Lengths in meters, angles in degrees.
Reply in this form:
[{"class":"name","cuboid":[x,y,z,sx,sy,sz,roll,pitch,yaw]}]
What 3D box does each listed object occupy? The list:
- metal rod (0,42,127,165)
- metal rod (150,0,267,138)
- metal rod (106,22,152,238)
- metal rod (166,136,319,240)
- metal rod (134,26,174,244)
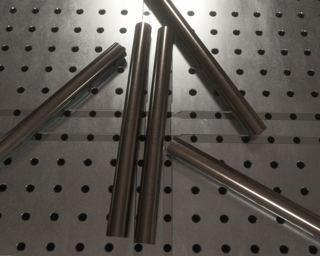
[{"class":"metal rod","cuboid":[-0.161,-0.013,0.414,0.025,0.025,0.301,42,75,13]},{"class":"metal rod","cuboid":[0.055,-0.114,0.454,0.025,0.025,0.299,-29,73,-10]},{"class":"metal rod","cuboid":[-0.038,-0.012,0.415,0.025,0.025,0.299,5,70,1]},{"class":"metal rod","cuboid":[0.143,0.093,0.379,0.301,0.025,0.025,29,73,9]},{"class":"metal rod","cuboid":[-0.005,-0.005,0.413,0.025,0.025,0.299,5,70,1]}]
